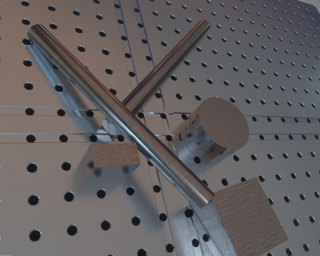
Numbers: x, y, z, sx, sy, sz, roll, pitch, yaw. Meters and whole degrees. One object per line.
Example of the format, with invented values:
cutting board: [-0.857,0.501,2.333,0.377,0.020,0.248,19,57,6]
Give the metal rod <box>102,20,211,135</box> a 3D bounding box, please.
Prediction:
metal rod: [0.011,-0.094,0.472,0.025,0.025,0.301,39,51,-2]

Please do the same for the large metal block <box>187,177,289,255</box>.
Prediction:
large metal block: [0.093,0.114,0.375,0.081,0.050,0.080,-11,67,-33]

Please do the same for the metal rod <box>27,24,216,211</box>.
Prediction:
metal rod: [-0.055,-0.022,0.361,0.300,0.025,0.025,44,50,14]

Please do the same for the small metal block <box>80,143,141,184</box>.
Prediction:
small metal block: [-0.056,0.039,0.339,0.050,0.050,0.025,0,62,-29]

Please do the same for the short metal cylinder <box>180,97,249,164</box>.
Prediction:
short metal cylinder: [0.076,0.004,0.433,0.081,0.050,0.080,14,56,-21]
